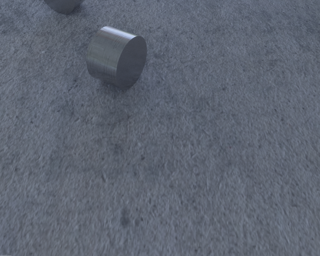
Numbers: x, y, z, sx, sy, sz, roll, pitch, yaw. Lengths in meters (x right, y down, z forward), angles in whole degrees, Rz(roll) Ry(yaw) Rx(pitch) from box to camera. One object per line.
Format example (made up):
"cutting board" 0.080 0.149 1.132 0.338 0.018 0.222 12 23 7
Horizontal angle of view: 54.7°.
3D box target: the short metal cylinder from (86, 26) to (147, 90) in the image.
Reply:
"short metal cylinder" -0.061 -0.102 0.453 0.050 0.080 0.080 24 54 18

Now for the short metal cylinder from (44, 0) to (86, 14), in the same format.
"short metal cylinder" -0.183 -0.267 0.589 0.080 0.080 0.050 19 53 15
